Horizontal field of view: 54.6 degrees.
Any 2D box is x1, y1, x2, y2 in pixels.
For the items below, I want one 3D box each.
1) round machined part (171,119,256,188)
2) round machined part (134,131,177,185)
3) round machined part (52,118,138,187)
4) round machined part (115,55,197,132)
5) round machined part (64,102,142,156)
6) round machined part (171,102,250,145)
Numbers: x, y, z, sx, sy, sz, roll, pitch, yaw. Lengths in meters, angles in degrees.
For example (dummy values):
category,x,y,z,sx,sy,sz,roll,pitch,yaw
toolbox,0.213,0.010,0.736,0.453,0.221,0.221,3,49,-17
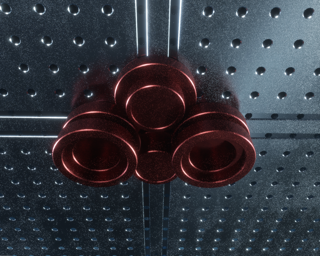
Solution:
category,x,y,z,sx,sy,sz,roll,pitch,yaw
round machined part,0.063,0.027,0.381,0.099,0.042,0.097,0,130,0
round machined part,-0.005,0.042,0.435,0.099,0.042,0.097,0,130,0
round machined part,-0.076,0.025,0.378,0.099,0.042,0.097,0,130,0
round machined part,-0.005,-0.033,0.371,0.099,0.042,0.097,0,130,0
round machined part,-0.073,0.005,0.403,0.099,0.042,0.097,0,130,0
round machined part,0.063,0.005,0.404,0.099,0.042,0.097,0,130,0
